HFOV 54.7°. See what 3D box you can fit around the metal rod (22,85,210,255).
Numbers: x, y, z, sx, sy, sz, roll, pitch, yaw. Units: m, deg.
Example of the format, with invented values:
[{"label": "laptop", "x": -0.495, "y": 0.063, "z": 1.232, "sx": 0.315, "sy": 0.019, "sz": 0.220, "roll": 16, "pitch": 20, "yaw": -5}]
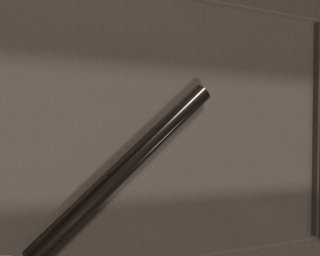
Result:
[{"label": "metal rod", "x": -0.044, "y": 0.050, "z": 0.395, "sx": 0.301, "sy": 0.025, "sz": 0.025, "roll": -44, "pitch": 104, "yaw": -15}]
